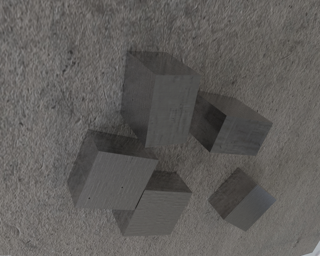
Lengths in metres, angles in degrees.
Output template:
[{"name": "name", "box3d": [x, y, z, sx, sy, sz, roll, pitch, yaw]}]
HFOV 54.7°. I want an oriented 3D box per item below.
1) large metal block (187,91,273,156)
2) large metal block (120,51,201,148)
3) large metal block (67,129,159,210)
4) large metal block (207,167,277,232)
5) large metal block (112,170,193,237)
[{"name": "large metal block", "box3d": [0.085, -0.007, 0.413, 0.081, 0.080, 0.050, 7, 115, -31]}, {"name": "large metal block", "box3d": [-0.004, -0.035, 0.347, 0.050, 0.080, 0.079, -5, 121, -26]}, {"name": "large metal block", "box3d": [-0.061, 0.055, 0.391, 0.081, 0.050, 0.080, 13, 112, -34]}, {"name": "large metal block", "box3d": [0.146, 0.128, 0.549, 0.080, 0.050, 0.080, -49, 129, 6]}, {"name": "large metal block", "box3d": [-0.012, 0.108, 0.451, 0.081, 0.050, 0.079, 11, 113, -33]}]
